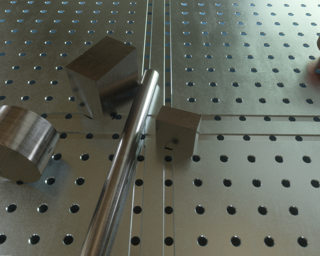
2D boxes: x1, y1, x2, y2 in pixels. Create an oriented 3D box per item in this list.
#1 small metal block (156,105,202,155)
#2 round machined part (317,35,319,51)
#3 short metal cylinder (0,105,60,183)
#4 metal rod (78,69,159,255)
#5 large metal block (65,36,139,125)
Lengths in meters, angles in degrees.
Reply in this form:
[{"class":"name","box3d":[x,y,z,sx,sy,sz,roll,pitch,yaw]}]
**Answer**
[{"class":"small metal block","box3d":[0.023,0.003,0.389,0.050,0.050,0.025,15,52,12]},{"class":"round machined part","box3d":[0.309,-0.129,0.510,0.099,0.042,0.098,0,50,0]},{"class":"short metal cylinder","box3d":[-0.164,0.020,0.353,0.080,0.080,0.050,10,51,7]},{"class":"metal rod","box3d":[-0.042,0.032,0.379,0.025,0.025,0.300,9,50,7]},{"class":"large metal block","box3d":[-0.074,-0.065,0.426,0.050,0.080,0.080,27,55,20]}]
